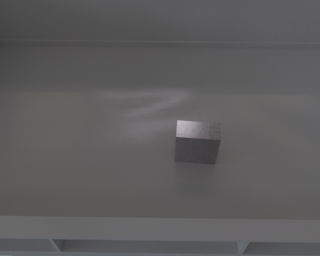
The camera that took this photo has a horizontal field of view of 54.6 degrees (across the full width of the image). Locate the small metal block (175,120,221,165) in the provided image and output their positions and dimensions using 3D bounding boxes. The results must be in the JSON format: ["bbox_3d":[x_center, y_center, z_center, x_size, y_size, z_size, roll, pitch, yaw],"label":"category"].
[{"bbox_3d":[0.044,0.018,0.374,0.050,0.050,0.025,4,50,3],"label":"small metal block"}]
